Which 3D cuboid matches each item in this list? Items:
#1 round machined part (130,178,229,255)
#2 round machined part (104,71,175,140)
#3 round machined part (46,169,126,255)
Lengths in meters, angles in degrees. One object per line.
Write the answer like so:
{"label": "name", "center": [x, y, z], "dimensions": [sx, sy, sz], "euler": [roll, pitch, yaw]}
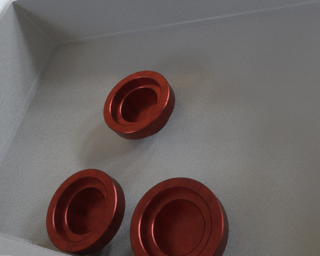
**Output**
{"label": "round machined part", "center": [0.022, 0.104, 0.318], "dimensions": [0.098, 0.042, 0.098], "euler": [-13, 55, 20]}
{"label": "round machined part", "center": [-0.024, -0.027, 0.424], "dimensions": [0.098, 0.042, 0.098], "euler": [-13, 56, 21]}
{"label": "round machined part", "center": [-0.084, 0.103, 0.376], "dimensions": [0.098, 0.042, 0.098], "euler": [-13, 56, 20]}
